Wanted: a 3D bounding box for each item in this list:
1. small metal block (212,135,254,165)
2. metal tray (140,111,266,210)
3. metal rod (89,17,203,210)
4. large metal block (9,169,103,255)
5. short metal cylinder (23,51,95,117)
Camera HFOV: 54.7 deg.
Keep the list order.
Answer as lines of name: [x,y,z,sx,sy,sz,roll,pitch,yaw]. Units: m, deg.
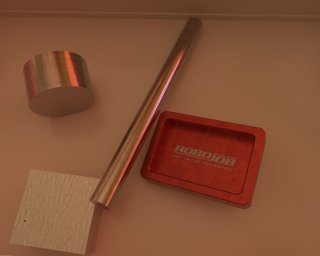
small metal block: [0.094,0.027,0.401,0.050,0.025,0.050,11,70,3]
metal tray: [0.051,0.035,0.372,0.130,0.030,0.090,12,72,23]
metal rod: [-0.005,-0.038,0.398,0.025,0.025,0.300,22,62,7]
large metal block: [-0.113,0.097,0.359,0.080,0.050,0.080,8,70,2]
short metal cylinder: [-0.129,-0.055,0.399,0.081,0.080,0.050,-15,71,-6]
